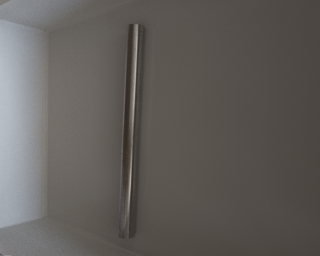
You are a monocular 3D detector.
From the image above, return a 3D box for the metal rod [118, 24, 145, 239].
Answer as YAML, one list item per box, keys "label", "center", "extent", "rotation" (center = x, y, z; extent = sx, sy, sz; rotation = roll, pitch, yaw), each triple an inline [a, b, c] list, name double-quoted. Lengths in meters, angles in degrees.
- label: "metal rod"
  center: [-0.041, 0.006, 0.442]
  extent: [0.025, 0.025, 0.298]
  rotation: [5, 93, 40]
